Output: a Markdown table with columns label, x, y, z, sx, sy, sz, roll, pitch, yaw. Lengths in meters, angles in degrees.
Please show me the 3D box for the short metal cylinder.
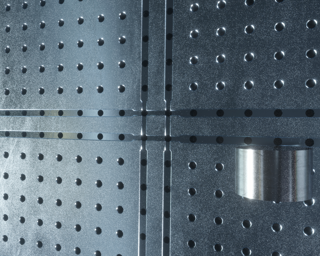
| label | x | y | z | sx | sy | sz | roll | pitch | yaw |
| --- | --- | --- | --- | --- | --- | --- | --- | --- | --- |
| short metal cylinder | 0.123 | 0.047 | 0.340 | 0.080 | 0.080 | 0.050 | 0 | 90 | 19 |
